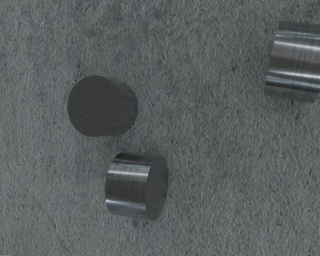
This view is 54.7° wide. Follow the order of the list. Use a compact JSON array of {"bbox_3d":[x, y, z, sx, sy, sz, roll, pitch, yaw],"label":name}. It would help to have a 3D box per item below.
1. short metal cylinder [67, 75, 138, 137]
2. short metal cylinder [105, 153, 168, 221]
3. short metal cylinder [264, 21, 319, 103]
[{"bbox_3d":[-0.077,-0.028,0.423,0.080,0.050,0.080,0,90,20],"label":"short metal cylinder"},{"bbox_3d":[-0.026,0.072,0.389,0.050,0.080,0.079,3,91,20],"label":"short metal cylinder"},{"bbox_3d":[0.145,-0.070,0.328,0.050,0.080,0.080,13,95,19],"label":"short metal cylinder"}]
